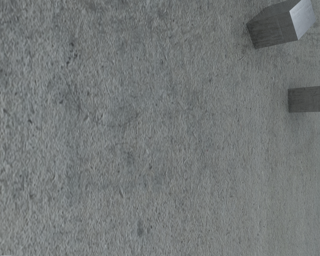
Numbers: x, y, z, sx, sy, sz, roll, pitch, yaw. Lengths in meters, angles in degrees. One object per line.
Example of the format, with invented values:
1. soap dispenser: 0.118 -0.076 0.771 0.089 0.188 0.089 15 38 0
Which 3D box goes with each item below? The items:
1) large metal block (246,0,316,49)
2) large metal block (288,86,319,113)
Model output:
1. large metal block: 0.214 -0.187 0.547 0.080 0.080 0.050 -43 116 -32
2. large metal block: 0.324 -0.059 0.640 0.081 0.080 0.050 -5 94 -40
